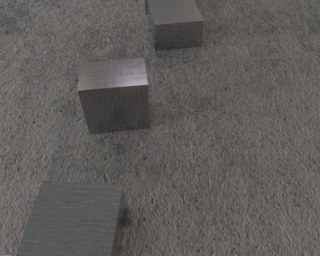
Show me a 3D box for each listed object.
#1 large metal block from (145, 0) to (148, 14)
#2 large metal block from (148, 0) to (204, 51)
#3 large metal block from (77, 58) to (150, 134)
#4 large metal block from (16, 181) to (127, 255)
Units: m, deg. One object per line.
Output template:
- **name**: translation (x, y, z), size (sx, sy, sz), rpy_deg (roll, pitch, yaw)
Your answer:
- **large metal block**: translation (0.015, -0.267, 0.611), size (0.080, 0.050, 0.080), rpy_deg (4, 50, 3)
- **large metal block**: translation (0.025, -0.183, 0.541), size (0.081, 0.050, 0.080), rpy_deg (-7, 50, -6)
- **large metal block**: translation (-0.057, -0.040, 0.400), size (0.081, 0.080, 0.050), rpy_deg (-6, 50, -5)
- **large metal block**: translation (-0.080, 0.101, 0.301), size (0.080, 0.050, 0.080), rpy_deg (3, 50, 2)
